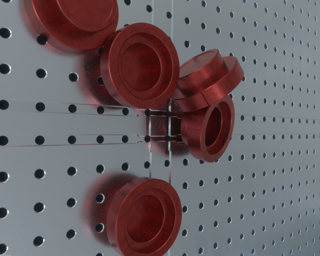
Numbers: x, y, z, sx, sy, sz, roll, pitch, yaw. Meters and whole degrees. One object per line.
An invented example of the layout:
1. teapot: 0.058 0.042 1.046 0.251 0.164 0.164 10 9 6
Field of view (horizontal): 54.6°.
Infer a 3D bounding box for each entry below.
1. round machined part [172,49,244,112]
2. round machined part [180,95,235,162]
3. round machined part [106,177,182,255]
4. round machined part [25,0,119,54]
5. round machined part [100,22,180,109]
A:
1. round machined part: 0.055 -0.067 0.407 0.098 0.098 0.042 -47 114 -29
2. round machined part: 0.065 -0.004 0.439 0.099 0.042 0.097 -23 120 -48
3. round machined part: -0.023 0.108 0.378 0.099 0.042 0.097 0 90 -40
4. round machined part: -0.085 -0.131 0.326 0.099 0.042 0.097 0 90 -40
5. round machined part: -0.027 -0.072 0.371 0.099 0.042 0.097 -4 96 -37
